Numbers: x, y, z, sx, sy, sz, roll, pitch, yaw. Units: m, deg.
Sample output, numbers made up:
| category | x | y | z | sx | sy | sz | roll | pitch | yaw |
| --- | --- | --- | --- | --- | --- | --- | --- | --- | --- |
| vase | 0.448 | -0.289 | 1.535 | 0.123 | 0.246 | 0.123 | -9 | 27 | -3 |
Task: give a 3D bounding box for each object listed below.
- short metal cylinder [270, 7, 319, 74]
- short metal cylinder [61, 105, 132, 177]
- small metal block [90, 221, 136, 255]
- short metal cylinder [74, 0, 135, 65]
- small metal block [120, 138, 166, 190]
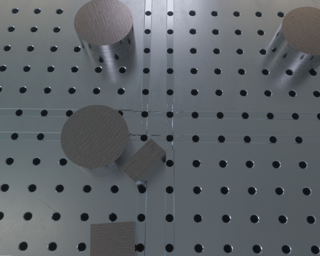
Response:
| category | x | y | z | sx | sy | sz | roll | pitch | yaw |
| --- | --- | --- | --- | --- | --- | --- | --- | --- | --- |
| short metal cylinder | 0.206 | -0.125 | 0.446 | 0.081 | 0.050 | 0.080 | 0 | 70 | 0 |
| short metal cylinder | -0.077 | 0.017 | 0.391 | 0.081 | 0.050 | 0.080 | 0 | 70 | 0 |
| small metal block | -0.054 | 0.137 | 0.361 | 0.050 | 0.025 | 0.050 | -4 | 70 | -2 |
| short metal cylinder | -0.077 | -0.139 | 0.448 | 0.081 | 0.050 | 0.080 | 0 | 70 | 0 |
| small metal block | -0.019 | 0.045 | 0.382 | 0.025 | 0.050 | 0.050 | 42 | 75 | 13 |
